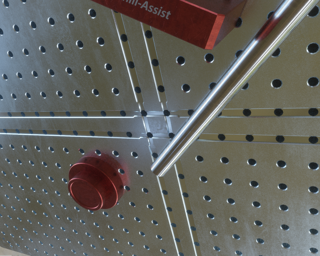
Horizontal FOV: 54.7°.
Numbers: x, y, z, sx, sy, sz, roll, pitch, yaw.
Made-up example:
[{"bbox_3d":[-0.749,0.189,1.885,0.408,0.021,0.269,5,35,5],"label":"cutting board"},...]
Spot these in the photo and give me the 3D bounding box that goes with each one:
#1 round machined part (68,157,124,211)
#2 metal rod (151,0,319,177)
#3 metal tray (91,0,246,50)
[{"bbox_3d":[-0.114,0.100,0.523,0.098,0.042,0.097,13,124,21],"label":"round machined part"},{"bbox_3d":[0.067,-0.033,0.355,0.025,0.025,0.298,38,129,2],"label":"metal rod"},{"bbox_3d":[0.006,-0.123,0.289,0.130,0.090,0.030,27,128,11],"label":"metal tray"}]
